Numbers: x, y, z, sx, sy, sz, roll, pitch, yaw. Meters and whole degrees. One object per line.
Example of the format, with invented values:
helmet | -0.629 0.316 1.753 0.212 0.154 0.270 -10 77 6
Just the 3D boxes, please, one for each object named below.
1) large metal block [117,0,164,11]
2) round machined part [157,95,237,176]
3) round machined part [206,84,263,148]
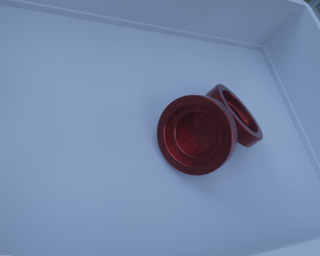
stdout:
large metal block | -0.039 -0.251 0.526 0.081 0.050 0.080 -22 74 -36
round machined part | 0.049 0.007 0.389 0.098 0.098 0.042 57 27 12
round machined part | 0.098 -0.012 0.441 0.098 0.042 0.098 38 28 -24
